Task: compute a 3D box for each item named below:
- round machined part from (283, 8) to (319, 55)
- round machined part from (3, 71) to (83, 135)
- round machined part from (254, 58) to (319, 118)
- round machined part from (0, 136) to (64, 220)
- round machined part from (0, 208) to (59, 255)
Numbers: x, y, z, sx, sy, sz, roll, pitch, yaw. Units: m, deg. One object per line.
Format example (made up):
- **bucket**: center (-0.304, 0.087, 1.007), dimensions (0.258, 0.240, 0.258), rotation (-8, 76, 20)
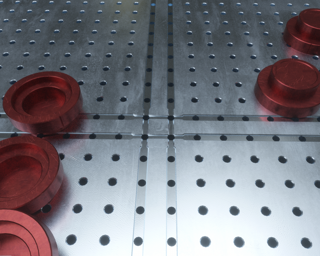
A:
- **round machined part**: center (0.273, -0.174, 0.544), dimensions (0.099, 0.042, 0.098), rotation (0, 50, 0)
- **round machined part**: center (-0.154, -0.030, 0.421), dimensions (0.099, 0.042, 0.098), rotation (0, 50, 0)
- **round machined part**: center (0.192, -0.065, 0.452), dimensions (0.099, 0.042, 0.098), rotation (0, 50, 0)
- **round machined part**: center (-0.157, 0.058, 0.345), dimensions (0.099, 0.042, 0.098), rotation (0, 47, 0)
- **round machined part**: center (-0.141, 0.126, 0.280), dimensions (0.099, 0.042, 0.098), rotation (1, 65, -1)
